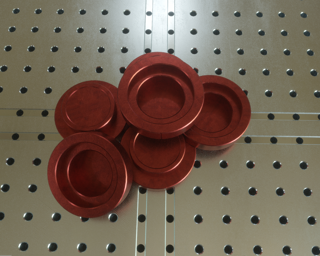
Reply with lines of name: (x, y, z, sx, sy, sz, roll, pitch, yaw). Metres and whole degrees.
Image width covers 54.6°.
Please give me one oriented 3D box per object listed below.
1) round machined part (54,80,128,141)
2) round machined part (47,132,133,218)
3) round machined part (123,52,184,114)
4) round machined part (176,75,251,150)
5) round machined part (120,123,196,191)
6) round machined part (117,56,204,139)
round machined part: (-0.090, -0.020, 0.410, 0.099, 0.042, 0.098, 0, 70, 0)
round machined part: (-0.079, 0.052, 0.369, 0.098, 0.042, 0.097, 1, 93, 14)
round machined part: (-0.003, -0.064, 0.426, 0.099, 0.042, 0.098, 0, 70, 0)
round machined part: (0.065, -0.017, 0.409, 0.099, 0.042, 0.098, 0, 70, 0)
round machined part: (-0.003, 0.028, 0.392, 0.099, 0.042, 0.098, 0, 70, 0)
round machined part: (0.001, -0.033, 0.369, 0.099, 0.042, 0.098, 0, 70, 0)
